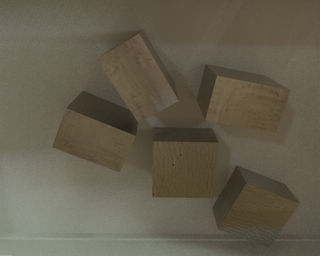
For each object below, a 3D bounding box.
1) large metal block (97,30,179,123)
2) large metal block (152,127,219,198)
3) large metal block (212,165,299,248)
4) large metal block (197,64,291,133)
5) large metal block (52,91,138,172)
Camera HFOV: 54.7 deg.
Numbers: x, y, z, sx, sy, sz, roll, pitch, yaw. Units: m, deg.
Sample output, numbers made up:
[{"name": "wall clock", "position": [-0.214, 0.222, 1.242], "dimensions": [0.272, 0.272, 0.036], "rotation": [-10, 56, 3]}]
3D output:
[{"name": "large metal block", "position": [-0.022, -0.063, 0.358], "dimensions": [0.050, 0.080, 0.080], "rotation": [-29, 108, 10]}, {"name": "large metal block", "position": [0.031, 0.046, 0.415], "dimensions": [0.081, 0.050, 0.079], "rotation": [1, 110, -1]}, {"name": "large metal block", "position": [0.132, 0.111, 0.441], "dimensions": [0.080, 0.050, 0.079], "rotation": [22, 109, -8]}, {"name": "large metal block", "position": [0.093, -0.038, 0.369], "dimensions": [0.081, 0.080, 0.050], "rotation": [10, 110, -4]}, {"name": "large metal block", "position": [-0.074, 0.001, 0.381], "dimensions": [0.080, 0.080, 0.050], "rotation": [22, 109, -8]}]
